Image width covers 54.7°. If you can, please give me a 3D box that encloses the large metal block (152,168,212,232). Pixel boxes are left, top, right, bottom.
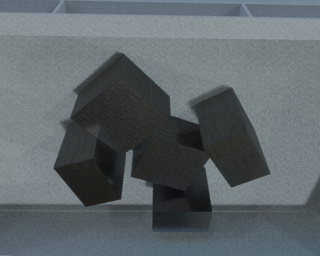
[{"bbox_3d":[0.030,0.106,0.462,0.081,0.080,0.050,1,130,-1],"label":"large metal block"}]

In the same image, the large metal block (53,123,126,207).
[{"bbox_3d":[-0.086,0.043,0.407,0.050,0.080,0.080,-15,129,12],"label":"large metal block"}]

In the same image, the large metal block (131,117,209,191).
[{"bbox_3d":[0.013,0.033,0.419,0.081,0.050,0.079,17,128,-15],"label":"large metal block"}]

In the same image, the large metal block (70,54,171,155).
[{"bbox_3d":[-0.044,-0.025,0.368,0.080,0.050,0.080,-35,123,25],"label":"large metal block"}]

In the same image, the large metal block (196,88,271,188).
[{"bbox_3d":[0.089,0.012,0.382,0.050,0.080,0.080,-25,126,19],"label":"large metal block"}]
